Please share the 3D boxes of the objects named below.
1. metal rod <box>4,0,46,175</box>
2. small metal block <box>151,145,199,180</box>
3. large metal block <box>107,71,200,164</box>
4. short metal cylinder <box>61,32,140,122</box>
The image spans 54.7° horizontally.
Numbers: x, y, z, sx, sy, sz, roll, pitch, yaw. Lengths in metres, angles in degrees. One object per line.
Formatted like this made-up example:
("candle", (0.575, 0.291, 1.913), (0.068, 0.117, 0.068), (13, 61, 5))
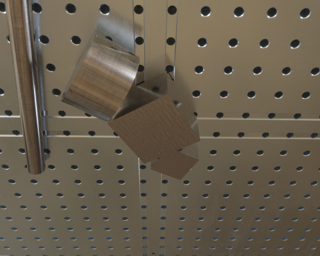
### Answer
("metal rod", (-0.156, -0.052, 0.364), (0.025, 0.025, 0.298), (8, 130, -7))
("small metal block", (0.021, 0.044, 0.450), (0.050, 0.025, 0.050), (23, 126, -19))
("large metal block", (-0.006, -0.011, 0.386), (0.080, 0.050, 0.080), (-24, 126, 19))
("short metal cylinder", (-0.064, -0.053, 0.329), (0.050, 0.080, 0.080), (26, 125, -21))
